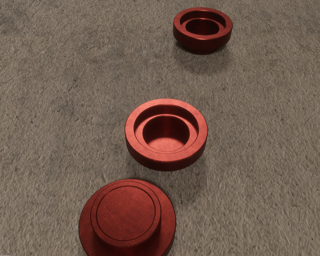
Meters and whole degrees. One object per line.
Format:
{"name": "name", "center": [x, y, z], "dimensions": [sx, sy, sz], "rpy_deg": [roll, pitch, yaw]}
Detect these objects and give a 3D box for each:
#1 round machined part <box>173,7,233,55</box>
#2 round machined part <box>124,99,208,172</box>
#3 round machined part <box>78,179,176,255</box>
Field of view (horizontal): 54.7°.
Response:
{"name": "round machined part", "center": [0.071, -0.162, 0.529], "dimensions": [0.099, 0.042, 0.098], "rpy_deg": [0, 50, 0]}
{"name": "round machined part", "center": [0.007, 0.013, 0.382], "dimensions": [0.099, 0.042, 0.098], "rpy_deg": [0, 50, 0]}
{"name": "round machined part", "center": [-0.033, 0.093, 0.313], "dimensions": [0.099, 0.042, 0.098], "rpy_deg": [0, 50, 0]}
